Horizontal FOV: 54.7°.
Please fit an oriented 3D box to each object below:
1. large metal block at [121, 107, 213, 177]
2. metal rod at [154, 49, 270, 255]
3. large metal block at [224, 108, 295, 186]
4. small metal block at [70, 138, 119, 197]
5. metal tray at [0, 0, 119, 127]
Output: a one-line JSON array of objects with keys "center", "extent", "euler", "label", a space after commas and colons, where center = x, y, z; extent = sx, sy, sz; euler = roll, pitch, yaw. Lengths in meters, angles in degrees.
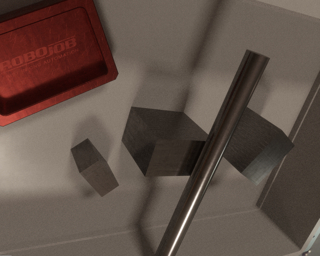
[{"center": [0.008, 0.016, 0.389], "extent": [0.081, 0.080, 0.050], "euler": [4, 116, -31], "label": "large metal block"}, {"center": [0.051, 0.055, 0.368], "extent": [0.025, 0.025, 0.298], "euler": [7, 115, -32], "label": "metal rod"}, {"center": [0.136, 0.025, 0.465], "extent": [0.080, 0.080, 0.050], "euler": [-48, 129, 5], "label": "large metal block"}, {"center": [-0.080, 0.048, 0.380], "extent": [0.025, 0.050, 0.050], "euler": [-34, 129, -6], "label": "small metal block"}, {"center": [-0.116, -0.068, 0.300], "extent": [0.131, 0.030, 0.090], "euler": [-26, 128, -13], "label": "metal tray"}]
